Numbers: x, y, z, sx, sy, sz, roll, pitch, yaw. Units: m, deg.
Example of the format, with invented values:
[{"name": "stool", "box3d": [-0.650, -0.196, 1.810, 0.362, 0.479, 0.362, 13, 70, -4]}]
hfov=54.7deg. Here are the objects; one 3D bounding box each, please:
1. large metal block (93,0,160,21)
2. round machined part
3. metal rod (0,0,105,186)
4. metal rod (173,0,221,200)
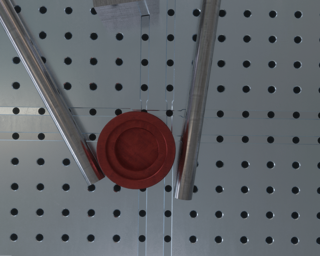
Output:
[{"name": "large metal block", "box3d": [-0.046, -0.191, 0.400, 0.080, 0.050, 0.080, -8, 90, 0]}, {"name": "round machined part", "box3d": [-0.030, 0.028, 0.405, 0.099, 0.042, 0.097, 0, 90, 0]}, {"name": "metal rod", "box3d": [-0.155, -0.061, 0.411, 0.025, 0.025, 0.299, -28, 90, 0]}, {"name": "metal rod", "box3d": [0.052, -0.054, 0.413, 0.025, 0.025, 0.298, 8, 90, 0]}]
